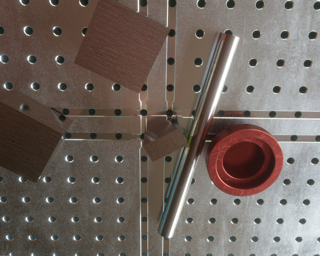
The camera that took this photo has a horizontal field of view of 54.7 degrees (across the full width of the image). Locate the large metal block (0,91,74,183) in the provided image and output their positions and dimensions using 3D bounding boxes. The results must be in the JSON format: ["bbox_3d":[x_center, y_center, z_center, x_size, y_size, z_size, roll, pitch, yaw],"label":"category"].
[{"bbox_3d":[-0.173,0.011,0.403,0.080,0.050,0.080,30,107,-11],"label":"large metal block"}]

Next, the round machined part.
[{"bbox_3d":[0.111,0.040,0.420,0.099,0.042,0.097,0,110,0],"label":"round machined part"}]

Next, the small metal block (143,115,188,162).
[{"bbox_3d":[0.007,0.013,0.405,0.050,0.050,0.025,-26,108,9],"label":"small metal block"}]

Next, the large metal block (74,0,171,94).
[{"bbox_3d":[-0.043,-0.098,0.363,0.080,0.050,0.080,25,108,-9],"label":"large metal block"}]

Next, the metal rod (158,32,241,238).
[{"bbox_3d":[0.047,0.023,0.422,0.025,0.025,0.298,14,110,-5],"label":"metal rod"}]
